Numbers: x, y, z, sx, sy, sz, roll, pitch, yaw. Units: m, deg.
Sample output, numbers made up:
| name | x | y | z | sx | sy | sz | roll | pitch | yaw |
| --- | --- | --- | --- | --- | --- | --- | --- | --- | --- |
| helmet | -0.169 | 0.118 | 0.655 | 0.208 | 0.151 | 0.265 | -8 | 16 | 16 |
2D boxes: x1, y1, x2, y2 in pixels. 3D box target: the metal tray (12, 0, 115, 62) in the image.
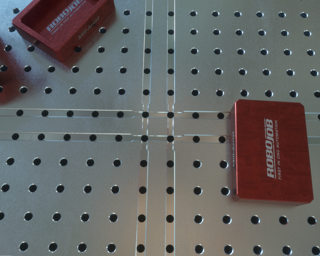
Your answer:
| name | x | y | z | sx | sy | sz | roll | pitch | yaw |
| --- | --- | --- | --- | --- | --- | --- | --- | --- | --- |
| metal tray | -0.143 | -0.174 | 0.471 | 0.090 | 0.030 | 0.130 | 34 | 73 | 11 |

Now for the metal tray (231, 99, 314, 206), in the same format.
| name | x | y | z | sx | sy | sz | roll | pitch | yaw |
| --- | --- | --- | --- | --- | --- | --- | --- | --- | --- |
| metal tray | 0.140 | 0.030 | 0.399 | 0.090 | 0.030 | 0.130 | 4 | 70 | 1 |
